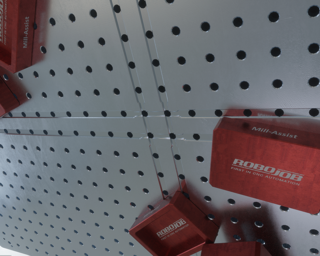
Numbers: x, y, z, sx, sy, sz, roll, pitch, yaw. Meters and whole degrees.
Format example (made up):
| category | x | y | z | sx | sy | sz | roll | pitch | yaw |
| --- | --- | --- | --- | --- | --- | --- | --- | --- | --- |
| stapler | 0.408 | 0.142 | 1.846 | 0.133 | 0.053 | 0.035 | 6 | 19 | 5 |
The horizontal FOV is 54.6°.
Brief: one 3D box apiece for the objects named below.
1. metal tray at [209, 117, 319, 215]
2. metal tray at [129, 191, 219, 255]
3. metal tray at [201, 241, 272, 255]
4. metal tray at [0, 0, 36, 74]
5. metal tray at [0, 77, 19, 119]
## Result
| category | x | y | z | sx | sy | sz | roll | pitch | yaw |
| --- | --- | --- | --- | --- | --- | --- | --- | --- | --- |
| metal tray | 0.128 | 0.043 | 0.367 | 0.130 | 0.030 | 0.089 | 12 | 124 | 21 |
| metal tray | 0.019 | 0.166 | 0.501 | 0.090 | 0.030 | 0.129 | 44 | 129 | -2 |
| metal tray | 0.128 | 0.213 | 0.449 | 0.090 | 0.030 | 0.130 | -19 | 124 | 35 |
| metal tray | -0.222 | -0.153 | 0.431 | 0.090 | 0.030 | 0.129 | 31 | 128 | 8 |
| metal tray | -0.315 | -0.051 | 0.544 | 0.130 | 0.030 | 0.090 | -21 | 107 | 36 |
